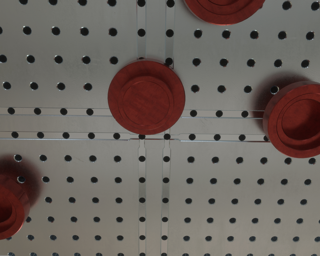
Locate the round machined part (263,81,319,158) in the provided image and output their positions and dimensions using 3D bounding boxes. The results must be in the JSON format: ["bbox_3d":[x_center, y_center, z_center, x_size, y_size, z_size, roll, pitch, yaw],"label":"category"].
[{"bbox_3d":[0.183,-0.013,0.402,0.099,0.042,0.097,0,110,-1],"label":"round machined part"}]

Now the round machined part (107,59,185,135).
[{"bbox_3d":[-0.017,-0.036,0.391,0.099,0.042,0.097,0,110,-1],"label":"round machined part"}]

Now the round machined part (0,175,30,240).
[{"bbox_3d":[-0.234,0.107,0.440,0.099,0.042,0.097,0,110,-1],"label":"round machined part"}]

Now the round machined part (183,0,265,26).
[{"bbox_3d":[0.070,-0.166,0.344,0.099,0.042,0.097,0,110,-1],"label":"round machined part"}]
